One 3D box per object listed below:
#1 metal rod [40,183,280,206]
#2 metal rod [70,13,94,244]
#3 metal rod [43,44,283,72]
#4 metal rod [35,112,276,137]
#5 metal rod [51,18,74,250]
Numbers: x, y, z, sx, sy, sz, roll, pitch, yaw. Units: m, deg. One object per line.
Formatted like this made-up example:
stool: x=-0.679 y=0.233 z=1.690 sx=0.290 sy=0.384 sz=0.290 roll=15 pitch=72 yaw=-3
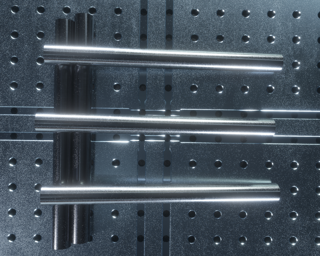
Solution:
metal rod: x=0.006 y=0.085 z=0.399 sx=0.302 sy=0.025 sz=0.025 roll=1 pitch=90 yaw=-7
metal rod: x=-0.103 y=0.001 z=0.411 sx=0.025 sy=0.025 sz=0.298 roll=1 pitch=90 yaw=-1
metal rod: x=0.010 y=-0.089 z=0.399 sx=0.302 sy=0.025 sz=0.025 roll=1 pitch=90 yaw=-7
metal rod: x=0.000 y=-0.004 z=0.398 sx=0.302 sy=0.025 sz=0.025 roll=1 pitch=90 yaw=-7
metal rod: x=-0.128 y=0.008 z=0.411 sx=0.025 sy=0.025 sz=0.298 roll=1 pitch=90 yaw=-1
